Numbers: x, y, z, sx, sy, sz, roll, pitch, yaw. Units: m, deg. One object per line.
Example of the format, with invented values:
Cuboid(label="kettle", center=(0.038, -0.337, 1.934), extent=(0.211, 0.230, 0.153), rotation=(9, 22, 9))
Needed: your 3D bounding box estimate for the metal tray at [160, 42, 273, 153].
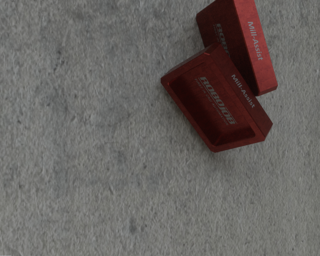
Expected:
Cuboid(label="metal tray", center=(0.071, -0.033, 0.399), extent=(0.130, 0.090, 0.030), rotation=(53, 51, -13))

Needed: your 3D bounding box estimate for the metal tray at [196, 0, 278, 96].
Cuboid(label="metal tray", center=(0.099, -0.105, 0.412), extent=(0.030, 0.090, 0.129), rotation=(-21, 97, -19))
